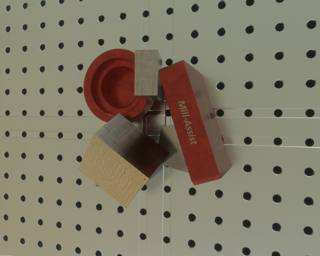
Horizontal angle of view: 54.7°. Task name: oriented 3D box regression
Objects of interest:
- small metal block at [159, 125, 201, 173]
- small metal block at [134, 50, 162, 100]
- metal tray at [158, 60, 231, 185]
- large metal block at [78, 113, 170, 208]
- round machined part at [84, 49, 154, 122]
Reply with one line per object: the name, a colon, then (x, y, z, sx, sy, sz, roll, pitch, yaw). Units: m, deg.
small metal block: (0.026, 0.026, 0.397, 0.050, 0.025, 0.050, 14, 99, 30)
small metal block: (-0.012, -0.059, 0.359, 0.025, 0.050, 0.050, 0, 89, 6)
metal tray: (0.044, -0.006, 0.362, 0.030, 0.090, 0.129, -19, 84, 19)
large metal block: (-0.047, 0.042, 0.391, 0.080, 0.050, 0.080, 38, 134, 4)
round machined part: (-0.050, -0.054, 0.420, 0.098, 0.042, 0.097, 0, 90, 19)
